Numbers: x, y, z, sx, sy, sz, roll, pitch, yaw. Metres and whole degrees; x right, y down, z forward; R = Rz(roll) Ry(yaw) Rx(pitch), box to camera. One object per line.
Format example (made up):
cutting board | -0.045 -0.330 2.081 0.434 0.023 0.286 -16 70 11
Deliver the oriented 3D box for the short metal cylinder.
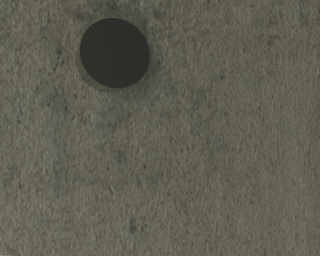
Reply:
short metal cylinder | -0.058 -0.085 0.375 0.081 0.050 0.079 0 90 -21
